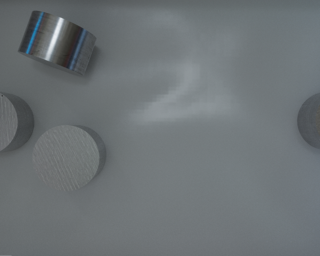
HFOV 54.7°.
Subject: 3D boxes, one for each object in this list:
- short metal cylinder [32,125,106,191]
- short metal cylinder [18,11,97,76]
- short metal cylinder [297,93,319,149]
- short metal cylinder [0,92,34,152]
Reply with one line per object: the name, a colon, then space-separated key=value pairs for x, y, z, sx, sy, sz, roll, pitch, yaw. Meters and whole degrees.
short metal cylinder: x=-0.113 y=0.036 z=0.397 sx=0.081 sy=0.050 sz=0.079 roll=0 pitch=90 yaw=-1
short metal cylinder: x=-0.125 y=-0.101 z=0.382 sx=0.080 sy=0.080 sz=0.050 roll=20 pitch=90 yaw=-1
short metal cylinder: x=0.230 y=-0.009 z=0.402 sx=0.081 sy=0.050 sz=0.079 roll=0 pitch=90 yaw=-1
short metal cylinder: x=-0.211 y=-0.007 z=0.396 sx=0.081 sy=0.050 sz=0.079 roll=0 pitch=90 yaw=-1
